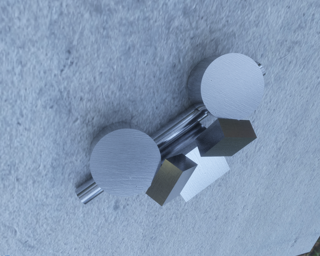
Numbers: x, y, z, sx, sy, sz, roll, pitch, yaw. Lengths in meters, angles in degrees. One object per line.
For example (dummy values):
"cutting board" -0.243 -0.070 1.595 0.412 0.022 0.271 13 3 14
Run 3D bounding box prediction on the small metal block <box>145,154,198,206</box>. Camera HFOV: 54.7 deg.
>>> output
"small metal block" 0.015 0.061 0.376 0.050 0.025 0.050 -61 159 16

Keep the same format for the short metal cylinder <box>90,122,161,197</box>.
"short metal cylinder" -0.043 0.036 0.374 0.081 0.050 0.079 -2 100 -13

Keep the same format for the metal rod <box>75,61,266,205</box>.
"metal rod" 0.018 0.004 0.421 0.301 0.025 0.025 -36 129 -5

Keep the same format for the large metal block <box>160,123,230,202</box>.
"large metal block" 0.043 0.046 0.444 0.080 0.050 0.080 -36 130 -5

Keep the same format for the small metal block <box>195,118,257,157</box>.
"small metal block" 0.080 0.013 0.381 0.050 0.025 0.050 2 148 -30

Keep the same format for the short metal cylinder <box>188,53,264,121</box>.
"short metal cylinder" 0.081 -0.051 0.387 0.081 0.050 0.079 -2 100 -12
